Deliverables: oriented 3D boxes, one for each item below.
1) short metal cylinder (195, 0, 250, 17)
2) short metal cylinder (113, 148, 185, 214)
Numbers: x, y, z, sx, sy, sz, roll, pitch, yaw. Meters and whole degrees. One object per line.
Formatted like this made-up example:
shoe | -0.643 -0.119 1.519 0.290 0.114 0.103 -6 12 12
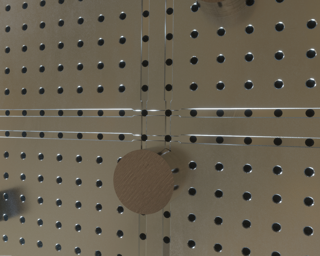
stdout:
short metal cylinder | 0.073 -0.182 0.373 0.080 0.050 0.079 0 90 19
short metal cylinder | -0.013 0.066 0.403 0.080 0.050 0.079 0 90 19
